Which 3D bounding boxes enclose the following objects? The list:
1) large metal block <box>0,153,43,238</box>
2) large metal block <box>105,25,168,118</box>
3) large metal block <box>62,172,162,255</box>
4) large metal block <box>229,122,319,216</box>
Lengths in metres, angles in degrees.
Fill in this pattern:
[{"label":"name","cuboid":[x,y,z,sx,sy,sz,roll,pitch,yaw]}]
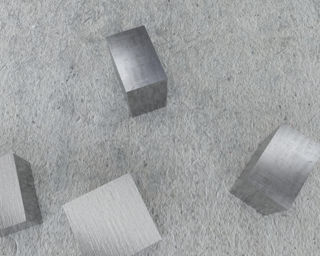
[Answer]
[{"label":"large metal block","cuboid":[-0.194,0.085,0.362,0.080,0.050,0.080,-18,71,-7]},{"label":"large metal block","cuboid":[-0.029,-0.071,0.404,0.050,0.080,0.080,-20,71,-7]},{"label":"large metal block","cuboid":[-0.052,0.109,0.355,0.080,0.050,0.080,-26,72,-9]},{"label":"large metal block","cuboid":[0.131,0.051,0.361,0.050,0.080,0.080,34,74,11]}]
